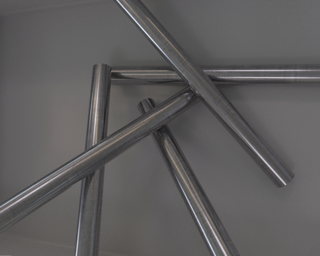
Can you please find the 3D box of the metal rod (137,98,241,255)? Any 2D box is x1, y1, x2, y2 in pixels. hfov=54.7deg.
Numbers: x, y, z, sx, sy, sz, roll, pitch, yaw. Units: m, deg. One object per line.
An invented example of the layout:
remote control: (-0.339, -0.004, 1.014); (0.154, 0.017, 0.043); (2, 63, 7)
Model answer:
metal rod: (0.039, 0.077, 0.333); (0.025, 0.025, 0.299); (-39, 53, 16)

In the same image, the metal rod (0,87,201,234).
metal rod: (-0.072, 0.033, 0.341); (0.302, 0.025, 0.025); (-33, 77, -20)

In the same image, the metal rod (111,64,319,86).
metal rod: (0.063, -0.066, 0.388); (0.301, 0.025, 0.025); (3, 91, 19)

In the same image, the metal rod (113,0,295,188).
metal rod: (0.048, -0.052, 0.368); (0.025, 0.025, 0.300); (-42, 87, 15)

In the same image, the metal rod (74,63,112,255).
metal rod: (-0.077, 0.060, 0.357); (0.025, 0.025, 0.299); (-8, 67, 20)
